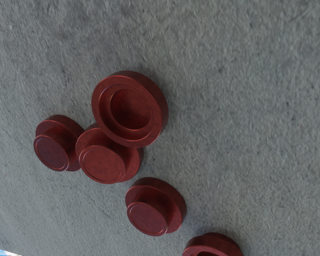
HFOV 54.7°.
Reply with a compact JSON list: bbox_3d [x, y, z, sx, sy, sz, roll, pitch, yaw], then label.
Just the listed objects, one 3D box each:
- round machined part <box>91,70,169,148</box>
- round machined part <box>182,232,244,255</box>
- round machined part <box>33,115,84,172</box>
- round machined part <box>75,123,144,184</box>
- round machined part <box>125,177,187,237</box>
[{"bbox_3d":[-0.034,-0.027,0.394,0.098,0.042,0.097,12,122,20],"label":"round machined part"},{"bbox_3d":[0.086,0.200,0.473,0.098,0.042,0.097,13,124,20],"label":"round machined part"},{"bbox_3d":[-0.162,0.031,0.498,0.098,0.042,0.097,13,124,20],"label":"round machined part"},{"bbox_3d":[-0.076,0.042,0.447,0.098,0.042,0.097,6,121,10],"label":"round machined part"},{"bbox_3d":[-0.012,0.128,0.480,0.098,0.042,0.097,13,124,20],"label":"round machined part"}]
